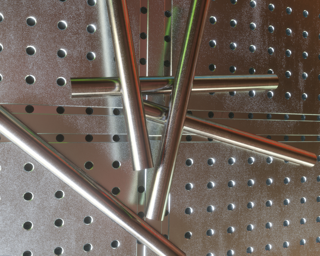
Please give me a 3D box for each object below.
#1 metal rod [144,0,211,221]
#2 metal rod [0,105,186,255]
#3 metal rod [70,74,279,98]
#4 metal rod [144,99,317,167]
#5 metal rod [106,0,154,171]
[{"bbox_3d":[0.025,-0.034,0.394,0.025,0.025,0.298,14,85,-20],"label":"metal rod"},{"bbox_3d":[-0.079,0.082,0.384,0.300,0.025,0.025,43,76,-15],"label":"metal rod"},{"bbox_3d":[0.034,-0.060,0.426,0.303,0.025,0.025,-5,92,-20],"label":"metal rod"},{"bbox_3d":[0.109,0.013,0.454,0.302,0.025,0.025,16,85,-20],"label":"metal rod"},{"bbox_3d":[-0.044,-0.099,0.375,0.025,0.025,0.298,-8,85,-20],"label":"metal rod"}]
